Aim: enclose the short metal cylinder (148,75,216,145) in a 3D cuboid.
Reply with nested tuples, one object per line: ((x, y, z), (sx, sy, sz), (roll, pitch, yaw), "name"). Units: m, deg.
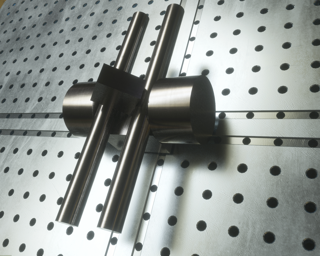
((0.028, -0.021, 0.365), (0.050, 0.080, 0.080), (0, 62, 29), "short metal cylinder")

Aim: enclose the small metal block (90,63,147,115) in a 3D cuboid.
((-0.049, -0.043, 0.359), (0.050, 0.050, 0.025), (137, 151, -62), "small metal block")

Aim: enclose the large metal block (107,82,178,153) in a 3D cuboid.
((-0.023, -0.015, 0.409), (0.080, 0.050, 0.080), (1, 62, 28), "large metal block")

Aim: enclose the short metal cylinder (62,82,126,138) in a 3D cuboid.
((-0.086, -0.024, 0.429), (0.050, 0.080, 0.080), (2, 63, 29), "short metal cylinder")

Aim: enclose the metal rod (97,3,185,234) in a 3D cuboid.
((-0.014, -0.031, 0.366), (0.025, 0.025, 0.300), (1, 62, 28), "metal rod")

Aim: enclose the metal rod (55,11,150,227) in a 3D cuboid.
((-0.063, -0.029, 0.391), (0.025, 0.025, 0.300), (1, 62, 28), "metal rod")
